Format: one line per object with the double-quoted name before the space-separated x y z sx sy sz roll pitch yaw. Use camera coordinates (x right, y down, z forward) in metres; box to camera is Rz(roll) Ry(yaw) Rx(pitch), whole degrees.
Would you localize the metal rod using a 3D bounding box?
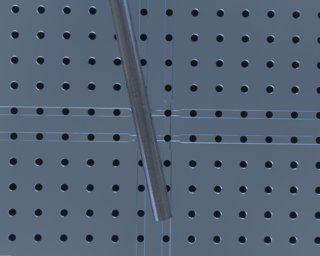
"metal rod" -0.026 -0.026 0.413 0.025 0.025 0.298 -12 90 0
